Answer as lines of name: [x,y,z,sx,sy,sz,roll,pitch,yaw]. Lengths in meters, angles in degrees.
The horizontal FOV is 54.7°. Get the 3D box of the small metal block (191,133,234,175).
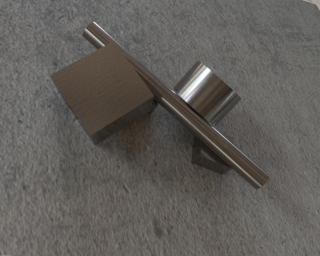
small metal block: [0.073,0.031,0.428,0.050,0.025,0.050,22,53,-15]

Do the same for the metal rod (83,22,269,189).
metal rod: [0.021,-0.029,0.404,0.300,0.025,0.025,41,51,0]

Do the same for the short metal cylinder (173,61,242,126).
short metal cylinder: [0.065,-0.048,0.430,0.080,0.050,0.080,40,11,-9]

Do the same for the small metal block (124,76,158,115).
small metal block: [-0.032,-0.050,0.421,0.050,0.025,0.050,12,57,-22]

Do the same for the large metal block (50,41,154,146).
large metal block: [-0.065,-0.039,0.358,0.080,0.050,0.080,-33,81,-15]
